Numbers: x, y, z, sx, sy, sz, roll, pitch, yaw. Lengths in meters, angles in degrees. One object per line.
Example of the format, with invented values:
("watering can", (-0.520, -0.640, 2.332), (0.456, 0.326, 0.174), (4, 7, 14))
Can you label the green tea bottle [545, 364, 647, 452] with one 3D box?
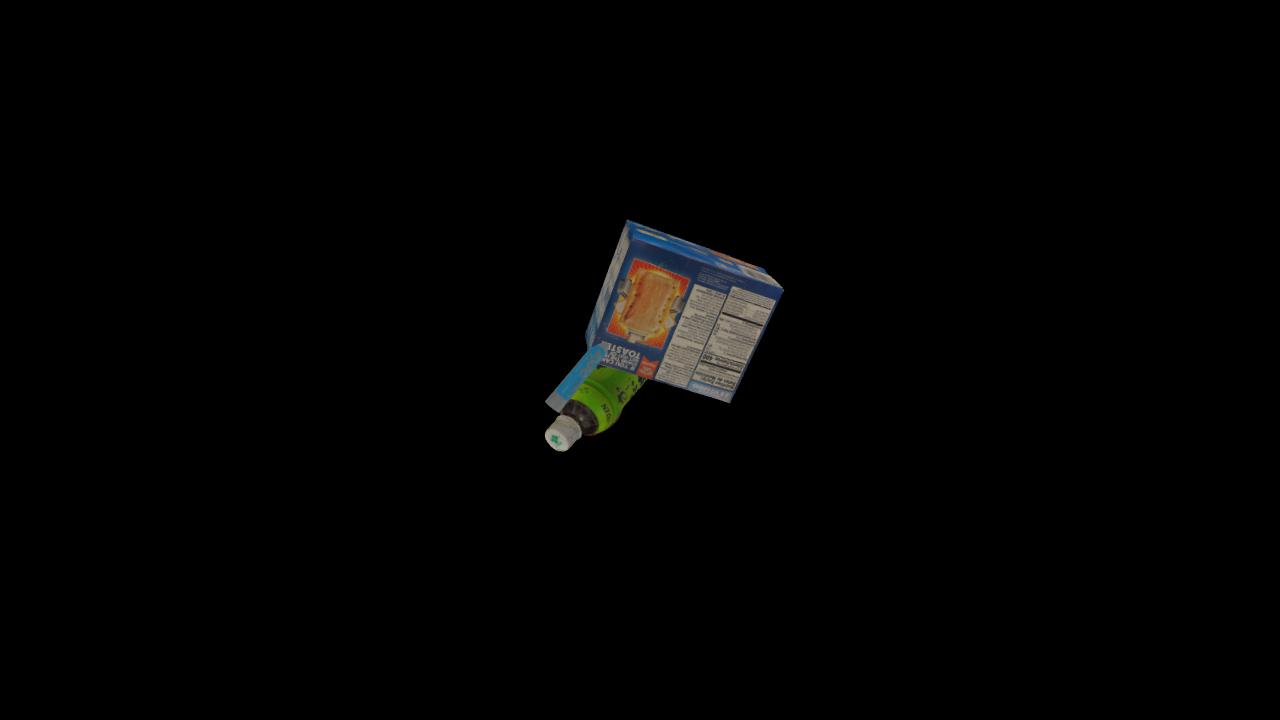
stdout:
("green tea bottle", (-0.037, 0.030, 0.716), (0.073, 0.073, 0.212), (0, 34, 34))

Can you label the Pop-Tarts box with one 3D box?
("Pop-Tarts box", (0.042, -0.051, 0.663), (0.167, 0.141, 0.083), (17, 22, -12))

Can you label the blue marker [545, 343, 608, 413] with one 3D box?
("blue marker", (-0.052, 0.002, 0.634), (0.020, 0.121, 0.020), (39, -5, 4))

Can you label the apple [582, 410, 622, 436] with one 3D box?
("apple", (-0.060, 0.051, 0.769), (0.079, 0.093, 0.079), (10, 41, -9))
